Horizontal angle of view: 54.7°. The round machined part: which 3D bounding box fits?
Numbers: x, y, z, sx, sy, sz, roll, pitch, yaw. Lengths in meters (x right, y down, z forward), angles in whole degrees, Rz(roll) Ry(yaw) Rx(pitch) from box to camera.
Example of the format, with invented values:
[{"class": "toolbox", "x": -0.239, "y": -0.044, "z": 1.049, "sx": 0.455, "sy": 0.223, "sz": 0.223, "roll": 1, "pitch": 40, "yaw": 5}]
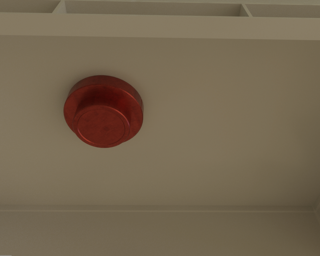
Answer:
[{"class": "round machined part", "x": -0.070, "y": -0.013, "z": 0.386, "sx": 0.099, "sy": 0.042, "sz": 0.097, "roll": -1, "pitch": 130, "yaw": 0}]
